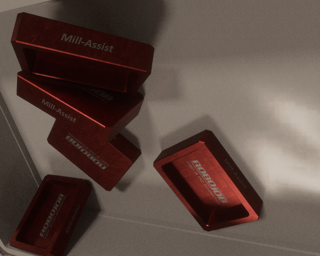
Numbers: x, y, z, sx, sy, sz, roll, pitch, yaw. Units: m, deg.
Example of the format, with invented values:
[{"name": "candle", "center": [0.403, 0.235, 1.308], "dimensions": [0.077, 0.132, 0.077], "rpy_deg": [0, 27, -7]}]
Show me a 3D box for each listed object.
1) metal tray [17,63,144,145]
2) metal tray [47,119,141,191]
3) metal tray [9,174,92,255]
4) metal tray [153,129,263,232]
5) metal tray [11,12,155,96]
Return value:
[{"name": "metal tray", "center": [-0.098, -0.041, 0.390], "dimensions": [0.130, 0.090, 0.030], "rpy_deg": [30, 128, 8]}, {"name": "metal tray", "center": [-0.103, 0.028, 0.475], "dimensions": [0.130, 0.030, 0.089], "rpy_deg": [39, 129, 1]}, {"name": "metal tray", "center": [-0.182, 0.146, 0.524], "dimensions": [0.090, 0.130, 0.030], "rpy_deg": [2, 145, 27]}, {"name": "metal tray", "center": [0.064, 0.075, 0.416], "dimensions": [0.090, 0.030, 0.130], "rpy_deg": [-30, 103, 37]}, {"name": "metal tray", "center": [-0.081, -0.073, 0.334], "dimensions": [0.131, 0.030, 0.090], "rpy_deg": [10, 168, -15]}]
